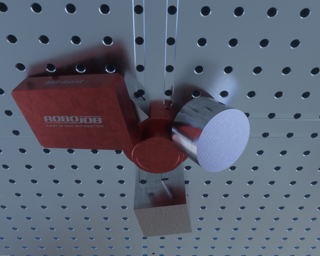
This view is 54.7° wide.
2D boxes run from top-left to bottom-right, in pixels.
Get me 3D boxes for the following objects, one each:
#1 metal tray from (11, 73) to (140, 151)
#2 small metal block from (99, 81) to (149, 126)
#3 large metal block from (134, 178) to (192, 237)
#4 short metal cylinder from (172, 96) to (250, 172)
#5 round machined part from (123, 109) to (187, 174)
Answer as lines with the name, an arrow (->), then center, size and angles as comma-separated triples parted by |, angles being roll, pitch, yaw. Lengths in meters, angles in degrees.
metal tray -> -0.098, -0.017, 0.370 | 0.130, 0.030, 0.090 | 0, 130, 18
small metal block -> -0.049, -0.025, 0.390 | 0.050, 0.025, 0.050 | -30, 125, 22
large metal block -> 0.006, 0.132, 0.508 | 0.080, 0.050, 0.080 | -8, 130, 6
short metal cylinder -> 0.062, 0.007, 0.378 | 0.081, 0.050, 0.079 | -14, 118, -28
round machined part -> -0.003, 0.025, 0.422 | 0.099, 0.042, 0.097 | -1, 130, 0
